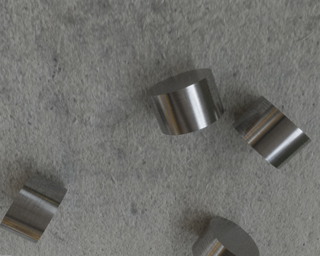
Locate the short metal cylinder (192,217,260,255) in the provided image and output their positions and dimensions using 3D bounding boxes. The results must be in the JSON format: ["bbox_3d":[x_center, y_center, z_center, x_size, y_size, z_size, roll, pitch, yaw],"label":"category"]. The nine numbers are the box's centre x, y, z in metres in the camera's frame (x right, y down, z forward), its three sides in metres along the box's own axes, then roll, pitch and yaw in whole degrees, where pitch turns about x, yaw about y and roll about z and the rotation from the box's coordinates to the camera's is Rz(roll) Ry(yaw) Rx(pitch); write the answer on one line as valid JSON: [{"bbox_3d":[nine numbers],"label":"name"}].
[{"bbox_3d":[0.094,0.176,0.447,0.080,0.080,0.050,27,108,-10],"label":"short metal cylinder"}]

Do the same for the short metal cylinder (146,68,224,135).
[{"bbox_3d":[0.030,-0.032,0.369,0.080,0.080,0.050,-19,109,6],"label":"short metal cylinder"}]

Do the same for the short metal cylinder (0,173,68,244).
[{"bbox_3d":[-0.168,0.107,0.418,0.050,0.080,0.080,31,107,-11],"label":"short metal cylinder"}]

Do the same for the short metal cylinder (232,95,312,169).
[{"bbox_3d":[0.137,0.005,0.384,0.080,0.080,0.050,39,105,-14],"label":"short metal cylinder"}]
